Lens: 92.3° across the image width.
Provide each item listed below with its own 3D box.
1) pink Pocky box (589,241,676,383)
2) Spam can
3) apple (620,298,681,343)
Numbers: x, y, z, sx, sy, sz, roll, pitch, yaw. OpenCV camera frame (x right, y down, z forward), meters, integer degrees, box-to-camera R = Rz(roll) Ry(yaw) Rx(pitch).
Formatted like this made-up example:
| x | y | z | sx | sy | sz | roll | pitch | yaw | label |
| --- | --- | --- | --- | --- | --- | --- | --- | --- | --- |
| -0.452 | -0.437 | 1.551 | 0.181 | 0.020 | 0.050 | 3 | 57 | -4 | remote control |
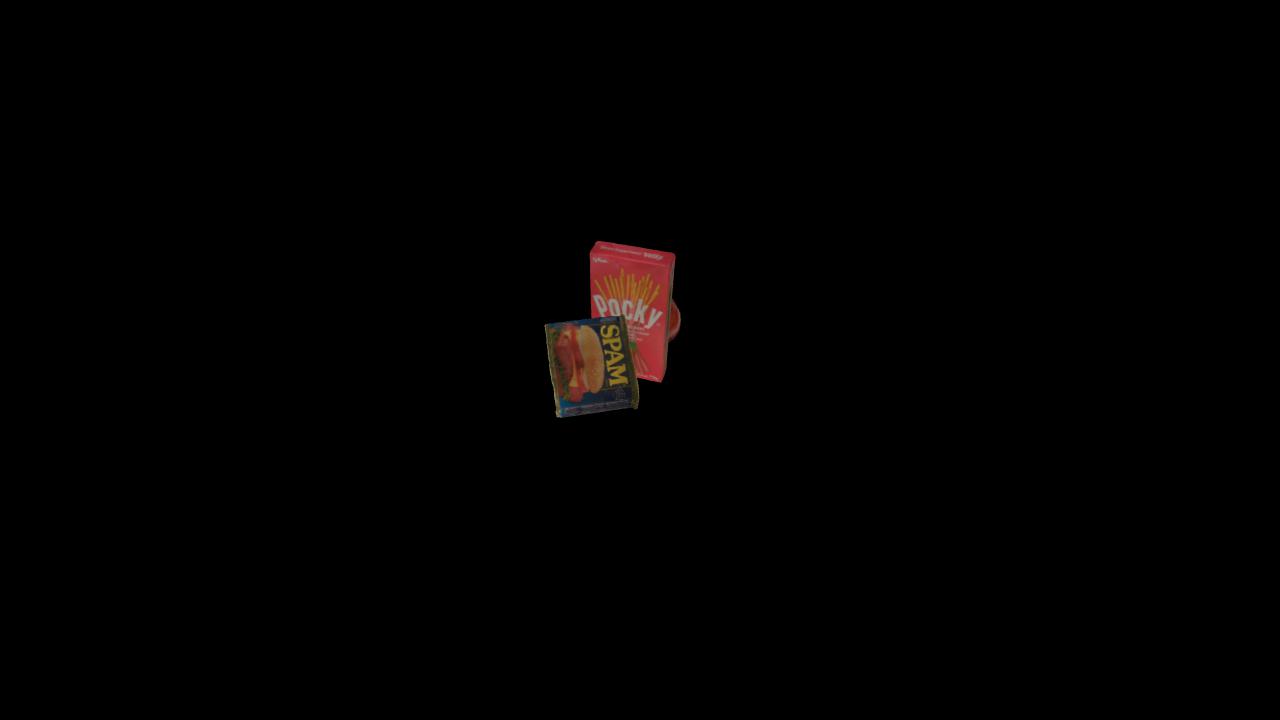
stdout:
| x | y | z | sx | sy | sz | roll | pitch | yaw | label |
| --- | --- | --- | --- | --- | --- | --- | --- | --- | --- |
| -0.010 | -0.048 | 0.654 | 0.084 | 0.155 | 0.029 | 11 | 40 | 10 | pink Pocky box |
| -0.051 | 0.006 | 0.641 | 0.085 | 0.101 | 0.058 | -7 | -24 | -7 | Spam can |
| 0.004 | -0.048 | 0.699 | 0.079 | 0.079 | 0.093 | 0 | -4 | -36 | apple |
